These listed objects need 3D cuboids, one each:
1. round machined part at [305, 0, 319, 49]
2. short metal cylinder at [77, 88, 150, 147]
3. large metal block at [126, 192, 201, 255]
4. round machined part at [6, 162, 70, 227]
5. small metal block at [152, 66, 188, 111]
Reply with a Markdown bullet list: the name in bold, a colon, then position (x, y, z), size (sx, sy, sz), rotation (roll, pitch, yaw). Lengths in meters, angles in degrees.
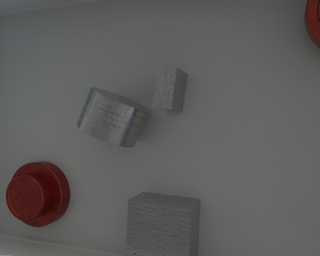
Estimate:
- **round machined part**: position (0.207, -0.122, 0.329), size (0.098, 0.042, 0.097), rotation (0, 90, 19)
- **short metal cylinder**: position (-0.060, -0.015, 0.401), size (0.080, 0.080, 0.050), rotation (25, 98, 18)
- **large metal block**: position (0.005, 0.131, 0.395), size (0.080, 0.050, 0.079), rotation (3, 91, 19)
- **round machined part**: position (-0.190, 0.101, 0.466), size (0.098, 0.042, 0.097), rotation (0, 90, 19)
- **small metal block**: position (0.013, -0.048, 0.392), size (0.025, 0.050, 0.050), rotation (8, 93, 19)
